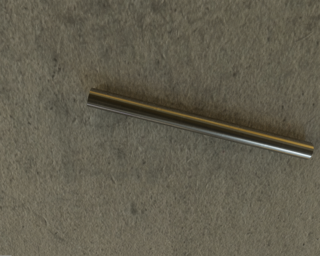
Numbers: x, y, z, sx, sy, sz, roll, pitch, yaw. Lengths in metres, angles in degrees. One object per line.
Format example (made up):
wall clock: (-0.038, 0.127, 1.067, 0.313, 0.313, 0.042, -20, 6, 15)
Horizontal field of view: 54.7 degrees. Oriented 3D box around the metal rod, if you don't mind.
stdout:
metal rod: (0.057, -0.004, 0.409, 0.302, 0.025, 0.025, 14, 110, -6)
